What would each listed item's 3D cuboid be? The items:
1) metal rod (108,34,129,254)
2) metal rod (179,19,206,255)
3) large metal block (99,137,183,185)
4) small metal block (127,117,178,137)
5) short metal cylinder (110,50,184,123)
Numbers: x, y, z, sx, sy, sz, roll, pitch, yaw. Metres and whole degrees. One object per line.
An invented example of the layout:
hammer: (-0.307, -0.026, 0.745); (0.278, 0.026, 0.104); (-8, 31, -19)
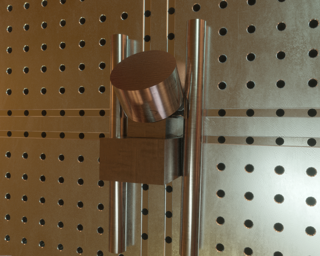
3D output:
metal rod: (-0.058, 0.022, 0.433); (0.025, 0.025, 0.298); (1, 90, 20)
metal rod: (0.042, 0.014, 0.398); (0.025, 0.025, 0.298); (2, 91, 20)
large metal block: (-0.019, 0.037, 0.388); (0.080, 0.080, 0.050); (1, 91, 20)
small metal block: (-0.008, -0.001, 0.402); (0.050, 0.050, 0.025); (2, 91, 19)
short metal cylinder: (-0.015, -0.052, 0.381); (0.080, 0.050, 0.080); (-9, 44, 9)
